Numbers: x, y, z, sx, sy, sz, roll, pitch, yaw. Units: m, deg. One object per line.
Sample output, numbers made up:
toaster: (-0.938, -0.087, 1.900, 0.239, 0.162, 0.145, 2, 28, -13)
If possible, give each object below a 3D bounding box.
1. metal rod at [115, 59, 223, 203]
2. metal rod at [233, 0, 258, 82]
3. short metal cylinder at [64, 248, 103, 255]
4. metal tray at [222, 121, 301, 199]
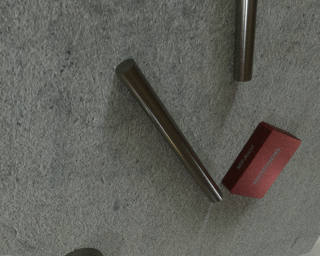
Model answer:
metal rod: (0.029, 0.025, 0.439, 0.025, 0.025, 0.300, -38, 130, -3)
metal rod: (0.099, -0.191, 0.344, 0.025, 0.025, 0.298, -19, 126, -18)
short metal cylinder: (-0.118, 0.231, 0.470, 0.081, 0.050, 0.079, -14, 125, -21)
metal tray: (0.177, 0.060, 0.540, 0.091, 0.030, 0.129, 18, 109, -36)
